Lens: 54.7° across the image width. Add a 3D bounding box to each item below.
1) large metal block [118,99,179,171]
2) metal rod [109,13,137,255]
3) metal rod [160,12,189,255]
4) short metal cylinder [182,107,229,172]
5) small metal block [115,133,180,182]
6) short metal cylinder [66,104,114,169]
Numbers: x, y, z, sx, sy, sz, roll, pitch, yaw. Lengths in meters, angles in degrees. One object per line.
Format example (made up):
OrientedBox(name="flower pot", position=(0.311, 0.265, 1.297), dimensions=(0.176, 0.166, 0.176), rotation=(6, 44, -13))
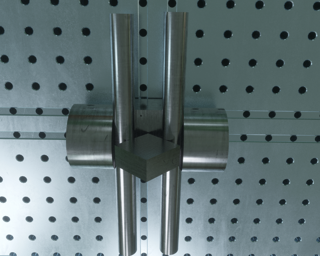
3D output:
OrientedBox(name="large metal block", position=(-0.014, 0.008, 0.399), dimensions=(0.081, 0.050, 0.079), rotation=(1, 110, -1))
OrientedBox(name="metal rod", position=(-0.041, 0.024, 0.365), dimensions=(0.025, 0.025, 0.298), rotation=(1, 110, -1))
OrientedBox(name="metal rod", position=(0.014, 0.022, 0.365), dimensions=(0.025, 0.025, 0.298), rotation=(1, 110, -1))
OrientedBox(name="short metal cylinder", position=(0.052, 0.014, 0.385), dimensions=(0.050, 0.080, 0.079), rotation=(1, 110, 0))
OrientedBox(name="small metal block", position=(-0.014, 0.030, 0.340), dimensions=(0.050, 0.050, 0.025), rotation=(19, 117, 40))
OrientedBox(name="short metal cylinder", position=(-0.080, 0.010, 0.383), dimensions=(0.050, 0.080, 0.079), rotation=(1, 110, -1))
